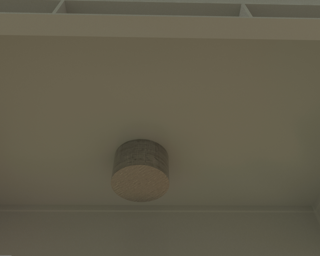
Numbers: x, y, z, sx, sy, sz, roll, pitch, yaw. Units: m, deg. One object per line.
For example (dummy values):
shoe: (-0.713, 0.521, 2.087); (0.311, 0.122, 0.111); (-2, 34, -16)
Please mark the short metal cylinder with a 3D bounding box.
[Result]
short metal cylinder: (-0.027, 0.062, 0.445); (0.081, 0.050, 0.079); (0, 130, 0)
